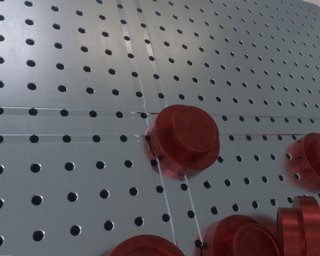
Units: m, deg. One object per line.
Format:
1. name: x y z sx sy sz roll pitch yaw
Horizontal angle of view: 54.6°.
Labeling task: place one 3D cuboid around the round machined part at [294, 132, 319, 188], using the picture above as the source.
1. round machined part: 0.277 0.050 0.514 0.099 0.042 0.098 13 56 -21

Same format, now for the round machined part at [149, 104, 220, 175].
1. round machined part: 0.039 0.010 0.412 0.099 0.042 0.098 13 56 -21

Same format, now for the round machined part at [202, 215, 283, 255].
1. round machined part: 0.102 0.150 0.360 0.099 0.042 0.098 13 56 -21

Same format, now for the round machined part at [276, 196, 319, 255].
1. round machined part: 0.170 0.134 0.383 0.042 0.098 0.098 -1 55 15

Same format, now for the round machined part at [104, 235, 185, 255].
1. round machined part: -0.018 0.155 0.293 0.099 0.042 0.098 13 56 -21
